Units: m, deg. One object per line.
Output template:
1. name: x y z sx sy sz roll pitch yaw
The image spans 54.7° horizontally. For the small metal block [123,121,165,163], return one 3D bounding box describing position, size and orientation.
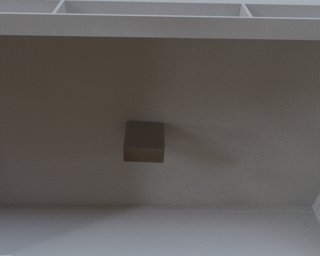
1. small metal block: -0.020 0.018 0.403 0.050 0.050 0.025 2 130 -3
